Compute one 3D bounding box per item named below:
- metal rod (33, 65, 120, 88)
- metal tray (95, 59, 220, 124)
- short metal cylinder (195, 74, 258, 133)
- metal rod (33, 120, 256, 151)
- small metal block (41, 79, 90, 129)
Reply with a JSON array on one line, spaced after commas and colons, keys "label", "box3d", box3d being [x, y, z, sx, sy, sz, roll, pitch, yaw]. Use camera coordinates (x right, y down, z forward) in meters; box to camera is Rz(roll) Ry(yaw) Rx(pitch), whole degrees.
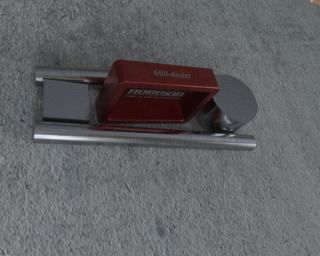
[{"label": "metal rod", "box3d": [-0.016, -0.068, 0.438, 0.303, 0.025, 0.025, -3, 63, -30]}, {"label": "metal tray", "box3d": [-0.004, -0.039, 0.384, 0.131, 0.090, 0.030, 0, 62, -28]}, {"label": "short metal cylinder", "box3d": [0.096, -0.032, 0.460, 0.081, 0.050, 0.080, 14, 56, -21]}, {"label": "metal rod", "box3d": [0.000, 0.013, 0.398, 0.302, 0.025, 0.025, 4, 60, -26]}, {"label": "small metal block", "box3d": [-0.111, -0.027, 0.362, 0.050, 0.025, 0.050, 4, 60, -26]}]
